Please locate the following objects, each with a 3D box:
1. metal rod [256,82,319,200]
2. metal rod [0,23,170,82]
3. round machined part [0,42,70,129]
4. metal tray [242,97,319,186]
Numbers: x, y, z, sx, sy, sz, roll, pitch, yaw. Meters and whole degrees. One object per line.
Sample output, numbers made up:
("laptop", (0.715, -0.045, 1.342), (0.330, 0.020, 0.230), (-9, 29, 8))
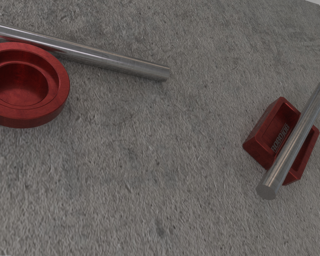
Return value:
("metal rod", (0.219, 0.002, 0.480), (0.025, 0.025, 0.302), (45, 51, 3))
("metal rod", (-0.128, -0.102, 0.396), (0.302, 0.025, 0.025), (10, 58, -23))
("round machined part", (-0.152, -0.042, 0.337), (0.099, 0.042, 0.098), (14, 56, -21))
("metal tray", (0.197, 0.017, 0.495), (0.090, 0.030, 0.131), (44, 51, 2))
